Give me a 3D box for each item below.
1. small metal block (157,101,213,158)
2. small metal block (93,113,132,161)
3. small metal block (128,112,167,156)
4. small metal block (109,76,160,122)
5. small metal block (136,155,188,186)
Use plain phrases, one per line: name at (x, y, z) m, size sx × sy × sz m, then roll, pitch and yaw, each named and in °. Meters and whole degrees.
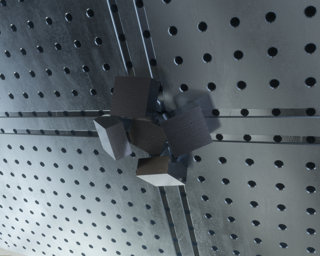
small metal block at (0.031, 0.002, 0.380) m, size 0.050 × 0.025 × 0.050 m, roll -23°, pitch 110°, yaw -1°
small metal block at (-0.067, 0.012, 0.437) m, size 0.050 × 0.025 × 0.050 m, roll 29°, pitch 138°, yaw 56°
small metal block at (-0.012, 0.006, 0.419) m, size 0.050 × 0.025 × 0.050 m, roll 28°, pitch 128°, yaw 10°
small metal block at (-0.032, -0.037, 0.388) m, size 0.050 × 0.025 × 0.050 m, roll 6°, pitch 85°, yaw 25°
small metal block at (0.003, 0.061, 0.430) m, size 0.050 × 0.025 × 0.050 m, roll -9°, pitch 150°, yaw 32°
